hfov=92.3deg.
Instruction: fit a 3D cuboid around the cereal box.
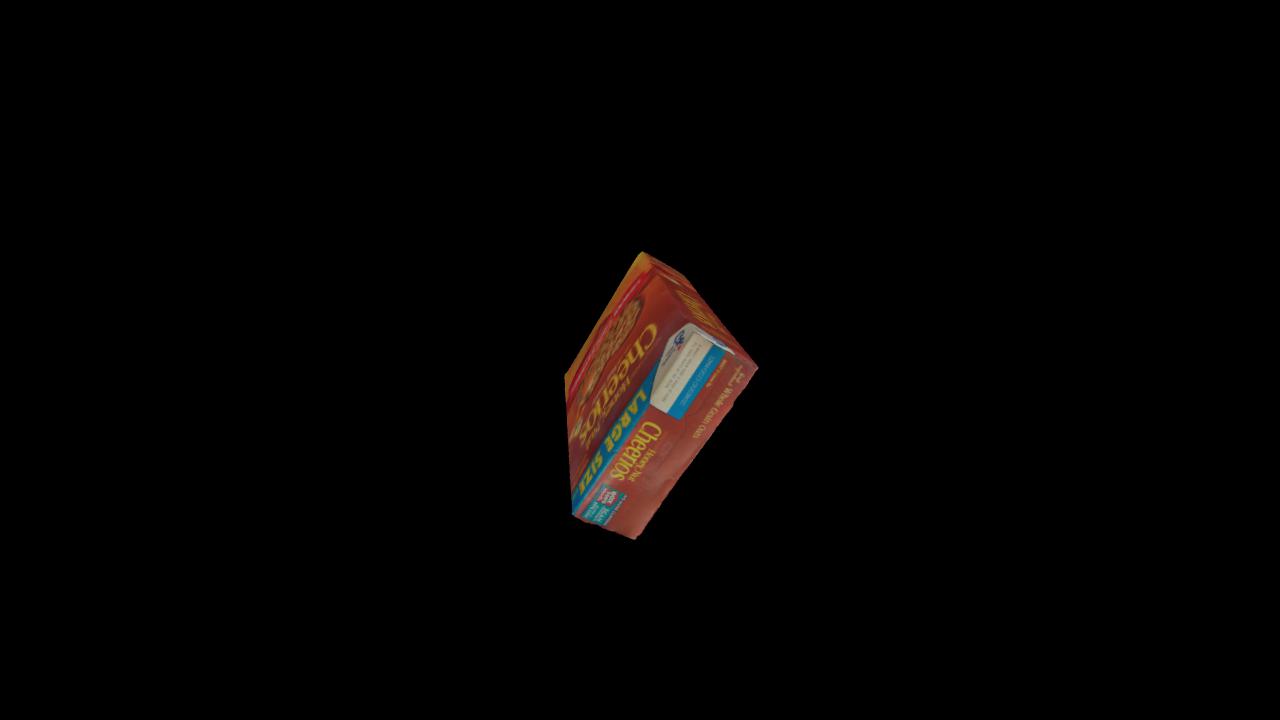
[{"bbox_3d":[-0.001,0.015,0.663,0.081,0.203,0.306,28,16,-17],"label":"cereal box"}]
